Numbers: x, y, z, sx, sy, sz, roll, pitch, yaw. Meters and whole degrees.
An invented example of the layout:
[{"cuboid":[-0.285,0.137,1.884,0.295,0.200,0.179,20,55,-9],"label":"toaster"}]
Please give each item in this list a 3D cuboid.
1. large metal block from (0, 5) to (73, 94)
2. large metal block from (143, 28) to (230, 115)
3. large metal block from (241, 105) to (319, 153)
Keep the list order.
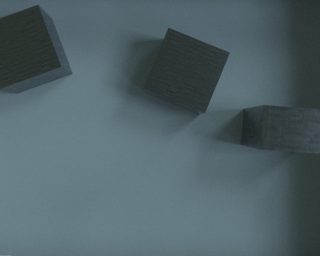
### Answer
[{"cuboid":[-0.170,-0.097,0.397,0.080,0.050,0.080,-20,90,-1],"label":"large metal block"},{"cuboid":[0.032,-0.070,0.399,0.080,0.050,0.080,22,90,-1],"label":"large metal block"},{"cuboid":[0.154,0.002,0.386,0.081,0.080,0.050,4,90,-1],"label":"large metal block"}]
